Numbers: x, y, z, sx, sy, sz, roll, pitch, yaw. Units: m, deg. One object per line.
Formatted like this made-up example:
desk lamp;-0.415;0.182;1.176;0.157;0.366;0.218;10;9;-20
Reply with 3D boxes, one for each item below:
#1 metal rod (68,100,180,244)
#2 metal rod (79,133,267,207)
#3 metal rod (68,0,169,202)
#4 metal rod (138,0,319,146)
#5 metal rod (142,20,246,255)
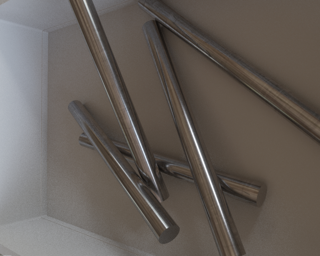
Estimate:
metal rod;-0.067;0.036;0.421;0.300;0.025;0.025;43;117;45
metal rod;-0.009;0.044;0.414;0.300;0.025;0.025;13;98;39
metal rod;-0.053;-0.048;0.364;0.025;0.025;0.299;-12;104;39
metal rod;0.070;-0.080;0.348;0.300;0.025;0.025;46;118;30
metal rod;0.030;-0.005;0.359;0.025;0.025;0.299;-35;62;34
